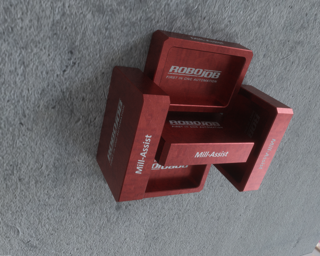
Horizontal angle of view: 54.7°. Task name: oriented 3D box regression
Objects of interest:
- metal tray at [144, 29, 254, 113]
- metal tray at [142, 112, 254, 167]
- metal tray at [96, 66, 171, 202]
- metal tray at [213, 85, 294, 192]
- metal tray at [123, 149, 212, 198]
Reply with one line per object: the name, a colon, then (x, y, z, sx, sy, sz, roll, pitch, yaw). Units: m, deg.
metal tray: (0.045, -0.066, 0.389, 0.131, 0.030, 0.089, 0, 121, -29)
metal tray: (0.042, 0.009, 0.396, 0.131, 0.090, 0.030, 1, 119, -29)
metal tray: (-0.036, 0.006, 0.350, 0.030, 0.090, 0.129, 1, 119, -29)
metal tray: (0.122, 0.013, 0.441, 0.030, 0.090, 0.129, 1, 118, -29)
metal tray: (0.013, 0.053, 0.447, 0.131, 0.030, 0.089, 0, 117, -29)
